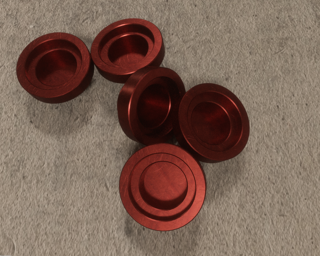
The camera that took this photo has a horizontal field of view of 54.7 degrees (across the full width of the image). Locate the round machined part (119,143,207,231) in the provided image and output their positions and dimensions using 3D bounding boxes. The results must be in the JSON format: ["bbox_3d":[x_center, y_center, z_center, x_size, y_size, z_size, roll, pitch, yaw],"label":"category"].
[{"bbox_3d":[0.006,0.066,0.364,0.098,0.042,0.097,0,88,10],"label":"round machined part"}]

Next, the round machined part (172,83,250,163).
[{"bbox_3d":[0.060,-0.004,0.390,0.099,0.042,0.098,7,72,-21],"label":"round machined part"}]

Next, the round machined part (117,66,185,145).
[{"bbox_3d":[-0.014,-0.029,0.390,0.042,0.098,0.098,17,67,42],"label":"round machined part"}]

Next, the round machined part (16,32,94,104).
[{"bbox_3d":[-0.138,-0.077,0.423,0.099,0.042,0.098,-1,71,4],"label":"round machined part"}]

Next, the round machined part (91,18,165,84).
[{"bbox_3d":[-0.042,-0.101,0.429,0.098,0.042,0.098,-4,62,8],"label":"round machined part"}]
